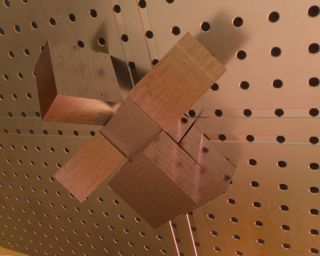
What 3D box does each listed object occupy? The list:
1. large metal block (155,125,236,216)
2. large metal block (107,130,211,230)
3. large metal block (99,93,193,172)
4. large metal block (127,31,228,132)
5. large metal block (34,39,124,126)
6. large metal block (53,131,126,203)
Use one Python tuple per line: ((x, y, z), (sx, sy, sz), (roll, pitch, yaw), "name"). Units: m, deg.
((0.038, 0.057, 0.410), (0.080, 0.050, 0.080), (46, 128, -2), "large metal block")
((-0.002, 0.062, 0.369), (0.080, 0.050, 0.080), (44, 128, -4), "large metal block")
((-0.019, -0.001, 0.405), (0.080, 0.050, 0.080), (44, 129, -2), "large metal block")
((0.015, -0.043, 0.322), (0.050, 0.080, 0.080), (44, 89, -2), "large metal block")
((-0.099, -0.052, 0.377), (0.050, 0.081, 0.080), (-44, 54, 39), "large metal block")
((-0.096, 0.054, 0.440), (0.050, 0.080, 0.080), (45, 171, -2), "large metal block")
